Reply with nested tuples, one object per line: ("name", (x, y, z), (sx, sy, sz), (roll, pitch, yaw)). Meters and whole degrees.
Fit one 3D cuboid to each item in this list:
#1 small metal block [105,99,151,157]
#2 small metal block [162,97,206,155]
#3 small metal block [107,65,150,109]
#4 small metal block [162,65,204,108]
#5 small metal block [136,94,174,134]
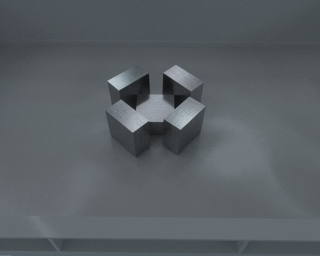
("small metal block", (-0.039, 0.001, 0.386), (0.025, 0.050, 0.050), (-38, 59, -26))
("small metal block", (0.030, -0.003, 0.388), (0.025, 0.050, 0.050), (34, 57, 24))
("small metal block", (-0.041, -0.052, 0.429), (0.050, 0.050, 0.025), (-35, 58, -25))
("small metal block", (0.030, -0.051, 0.429), (0.025, 0.050, 0.050), (-37, 60, -28))
("small metal block", (-0.006, -0.019, 0.418), (0.050, 0.025, 0.050), (1, 50, 0))
